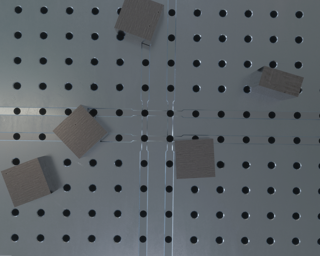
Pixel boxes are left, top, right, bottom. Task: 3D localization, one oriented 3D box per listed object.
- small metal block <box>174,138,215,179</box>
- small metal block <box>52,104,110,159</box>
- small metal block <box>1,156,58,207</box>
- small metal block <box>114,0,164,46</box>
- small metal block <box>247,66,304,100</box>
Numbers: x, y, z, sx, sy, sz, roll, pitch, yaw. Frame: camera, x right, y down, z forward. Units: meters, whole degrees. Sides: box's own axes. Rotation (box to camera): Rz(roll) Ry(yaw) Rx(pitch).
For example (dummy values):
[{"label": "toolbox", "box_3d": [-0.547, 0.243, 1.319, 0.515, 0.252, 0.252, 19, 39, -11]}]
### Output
[{"label": "small metal block", "box_3d": [0.045, 0.040, 0.414, 0.050, 0.025, 0.050, -3, 90, 0]}, {"label": "small metal block", "box_3d": [-0.103, 0.005, 0.413, 0.050, 0.025, 0.050, -43, 90, 0]}, {"label": "small metal block", "box_3d": [-0.173, 0.070, 0.412, 0.050, 0.025, 0.050, -21, 90, 0]}, {"label": "small metal block", "box_3d": [-0.027, -0.144, 0.413, 0.050, 0.025, 0.050, 20, 90, 0]}, {"label": "small metal block", "box_3d": [0.148, -0.057, 0.402, 0.050, 0.050, 0.025, 17, 90, 0]}]
